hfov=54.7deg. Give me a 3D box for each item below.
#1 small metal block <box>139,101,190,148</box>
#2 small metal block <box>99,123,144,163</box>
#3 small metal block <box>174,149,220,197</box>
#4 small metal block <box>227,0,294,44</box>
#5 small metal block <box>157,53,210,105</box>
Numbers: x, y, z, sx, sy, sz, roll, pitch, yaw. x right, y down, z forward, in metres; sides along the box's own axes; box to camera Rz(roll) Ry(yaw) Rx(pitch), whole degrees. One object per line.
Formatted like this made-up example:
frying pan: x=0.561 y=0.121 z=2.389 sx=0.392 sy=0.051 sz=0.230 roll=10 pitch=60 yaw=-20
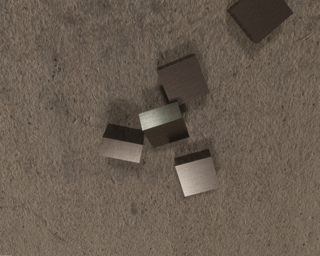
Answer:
small metal block: x=0.006 y=-0.003 z=0.395 sx=0.050 sy=0.025 sz=0.050 roll=-18 pitch=148 yaw=6
small metal block: x=-0.048 y=0.019 z=0.403 sx=0.050 sy=0.050 sz=0.025 roll=11 pitch=110 yaw=-5
small metal block: x=0.052 y=0.063 z=0.434 sx=0.050 sy=0.025 sz=0.050 roll=-16 pitch=110 yaw=5
small metal block: x=0.116 y=-0.136 z=0.361 sx=0.050 sy=0.025 sz=0.050 roll=-41 pitch=106 yaw=13
small metal block: x=0.029 y=-0.060 z=0.388 sx=0.050 sy=0.025 sz=0.050 roll=-21 pitch=109 yaw=7
